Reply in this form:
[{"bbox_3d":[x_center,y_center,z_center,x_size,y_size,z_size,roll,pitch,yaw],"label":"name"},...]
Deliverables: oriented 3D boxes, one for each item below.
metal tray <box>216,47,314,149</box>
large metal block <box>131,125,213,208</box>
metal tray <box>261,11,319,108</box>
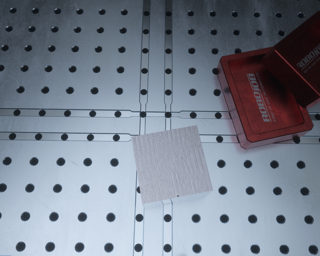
[{"bbox_3d":[0.140,-0.044,0.426,0.091,0.030,0.129,-12,71,-5],"label":"metal tray"},{"bbox_3d":[0.013,0.049,0.381,0.081,0.050,0.080,-10,70,-4],"label":"large metal block"},{"bbox_3d":[0.212,-0.097,0.424,0.131,0.030,0.090,-38,82,-27],"label":"metal tray"}]
